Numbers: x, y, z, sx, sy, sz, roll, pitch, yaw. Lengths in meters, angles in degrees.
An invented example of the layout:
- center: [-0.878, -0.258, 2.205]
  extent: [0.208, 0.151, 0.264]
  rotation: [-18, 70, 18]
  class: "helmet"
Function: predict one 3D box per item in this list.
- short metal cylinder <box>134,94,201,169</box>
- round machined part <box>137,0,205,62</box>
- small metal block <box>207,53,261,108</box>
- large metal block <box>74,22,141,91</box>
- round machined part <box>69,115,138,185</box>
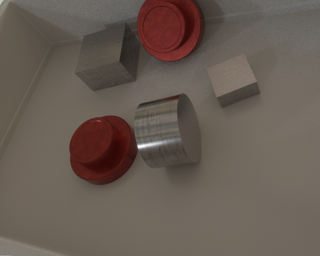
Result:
- center: [0.011, 0.004, 0.361]
  extent: [0.050, 0.080, 0.080]
  rotation: [-11, 57, 22]
  class: "short metal cylinder"
- center: [0.011, -0.143, 0.439]
  extent: [0.098, 0.097, 0.042]
  rotation: [-3, 18, 26]
  class: "round machined part"
- center: [0.093, -0.060, 0.393]
  extent: [0.050, 0.025, 0.050]
  rotation: [-21, 54, 15]
  class: "small metal block"
- center: [-0.082, -0.113, 0.500]
  extent: [0.080, 0.050, 0.080]
  rotation: [-10, 58, 22]
  class: "large metal block"
- center: [-0.083, 0.024, 0.422]
  extent: [0.098, 0.042, 0.098]
  rotation: [-13, 56, 20]
  class: "round machined part"
